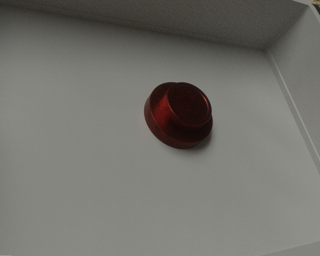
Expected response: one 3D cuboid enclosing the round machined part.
[{"bbox_3d":[0.031,-0.024,0.426,0.099,0.042,0.098,13,56,-21],"label":"round machined part"}]
